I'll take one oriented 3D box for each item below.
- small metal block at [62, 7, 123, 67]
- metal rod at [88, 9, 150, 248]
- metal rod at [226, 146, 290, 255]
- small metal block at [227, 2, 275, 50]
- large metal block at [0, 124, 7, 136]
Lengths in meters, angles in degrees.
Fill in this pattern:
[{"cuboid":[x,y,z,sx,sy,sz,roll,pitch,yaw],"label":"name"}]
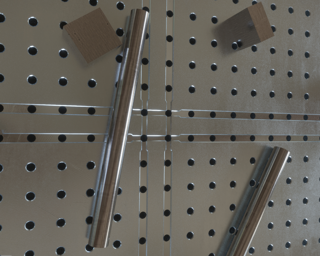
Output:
[{"cuboid":[-0.083,-0.111,0.382,0.050,0.025,0.050,-35,102,-17],"label":"small metal block"},{"cuboid":[-0.051,-0.002,0.393,0.025,0.025,0.298,11,86,-20],"label":"metal rod"},{"cuboid":[0.122,0.165,0.457,0.025,0.025,0.299,31,80,-18],"label":"metal rod"},{"cuboid":[0.130,-0.145,0.447,0.025,0.050,0.050,-28,100,-18],"label":"small metal block"},{"cuboid":[-0.223,0.005,0.317,0.080,0.050,0.080,43,77,-15],"label":"large metal block"}]
